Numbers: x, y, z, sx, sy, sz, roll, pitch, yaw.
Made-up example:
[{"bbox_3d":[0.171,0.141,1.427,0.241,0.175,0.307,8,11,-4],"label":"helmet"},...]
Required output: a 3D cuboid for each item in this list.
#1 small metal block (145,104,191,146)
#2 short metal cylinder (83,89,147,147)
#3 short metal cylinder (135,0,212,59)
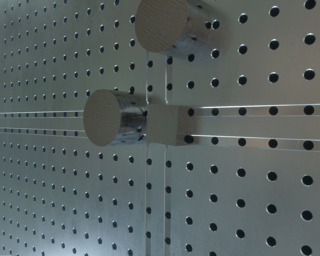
[{"bbox_3d":[0.010,-0.005,0.401,0.050,0.025,0.050,7,95,39],"label":"small metal block"},{"bbox_3d":[-0.066,-0.014,0.447,0.080,0.050,0.080,0,90,40],"label":"short metal cylinder"},{"bbox_3d":[0.016,-0.128,0.380,0.080,0.050,0.080,0,90,40],"label":"short metal cylinder"}]
